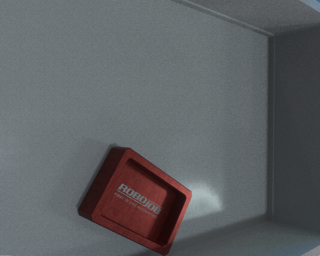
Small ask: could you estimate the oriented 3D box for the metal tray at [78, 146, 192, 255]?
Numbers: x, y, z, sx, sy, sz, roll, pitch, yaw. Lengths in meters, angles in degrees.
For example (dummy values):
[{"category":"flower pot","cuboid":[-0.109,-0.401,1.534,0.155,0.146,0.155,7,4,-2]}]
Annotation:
[{"category":"metal tray","cuboid":[-0.024,0.092,0.385,0.130,0.030,0.090,40,66,-33]}]
